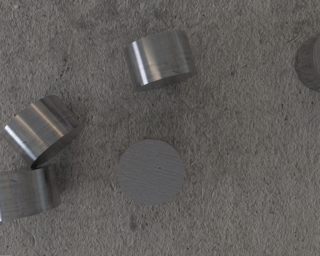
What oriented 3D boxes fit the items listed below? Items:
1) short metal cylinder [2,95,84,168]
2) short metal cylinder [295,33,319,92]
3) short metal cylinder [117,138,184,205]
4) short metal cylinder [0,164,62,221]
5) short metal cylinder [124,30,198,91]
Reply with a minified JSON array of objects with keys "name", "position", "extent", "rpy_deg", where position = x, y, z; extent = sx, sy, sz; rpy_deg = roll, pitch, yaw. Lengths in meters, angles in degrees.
[{"name":"short metal cylinder","position":[-0.142,0.005,0.381],"extent":[0.080,0.080,0.050],"rpy_deg":[-42,90,0]},{"name":"short metal cylinder","position":[0.225,-0.088,0.399],"extent":[0.081,0.050,0.080],"rpy_deg":[0,90,0]},{"name":"short metal cylinder","position":[-0.011,0.053,0.397],"extent":[0.081,0.050,0.080],"rpy_deg":[0,90,0]},{"name":"short metal cylinder","position":[-0.167,0.077,0.381],"extent":[0.080,0.080,0.050],"rpy_deg":[-9,90,0]},{"name":"short metal cylinder","position":[0.001,-0.080,0.382],"extent":[0.080,0.080,0.050],"rpy_deg":[-16,90,0]}]
